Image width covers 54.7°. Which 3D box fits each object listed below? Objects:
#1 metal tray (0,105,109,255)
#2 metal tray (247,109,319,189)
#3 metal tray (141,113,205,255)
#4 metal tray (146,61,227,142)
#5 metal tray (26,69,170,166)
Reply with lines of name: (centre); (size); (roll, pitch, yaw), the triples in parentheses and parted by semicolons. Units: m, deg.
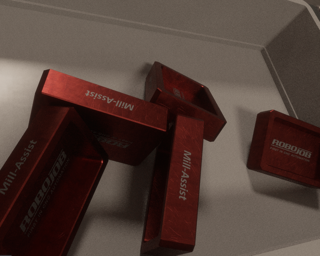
metal tray: (-0.097, 0.056, 0.272); (0.030, 0.090, 0.130); (5, 55, 22)
metal tray: (0.202, 0.034, 0.470); (0.131, 0.030, 0.090); (18, 79, -18)
metal tray: (0.013, 0.062, 0.323); (0.030, 0.090, 0.130); (14, 62, -9)
metal tray: (0.028, -0.039, 0.403); (0.090, 0.030, 0.130); (25, 22, -13)
metal tray: (-0.067, -0.004, 0.331); (0.131, 0.090, 0.030); (17, 54, -19)
